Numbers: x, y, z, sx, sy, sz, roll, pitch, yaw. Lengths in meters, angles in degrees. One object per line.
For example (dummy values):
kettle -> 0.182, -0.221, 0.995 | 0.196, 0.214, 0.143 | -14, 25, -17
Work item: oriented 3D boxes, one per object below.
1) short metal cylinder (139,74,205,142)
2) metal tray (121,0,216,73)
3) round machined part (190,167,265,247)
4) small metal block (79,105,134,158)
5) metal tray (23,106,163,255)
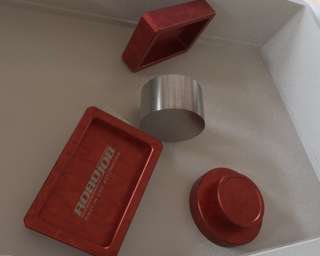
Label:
short metal cylinder -> 0.015, -0.023, 0.394 | 0.081, 0.080, 0.050 | 14, 56, -21
metal tray -> 0.014, -0.137, 0.456 | 0.131, 0.090, 0.030 | -31, 79, -38
round machined part -> 0.090, 0.095, 0.387 | 0.099, 0.042, 0.098 | 14, 56, -21
small metal block -> -0.061, 0.010, 0.368 | 0.050, 0.025, 0.050 | 38, 51, -3
metal tray -> -0.063, 0.054, 0.315 | 0.090, 0.030, 0.130 | 28, 67, -11
